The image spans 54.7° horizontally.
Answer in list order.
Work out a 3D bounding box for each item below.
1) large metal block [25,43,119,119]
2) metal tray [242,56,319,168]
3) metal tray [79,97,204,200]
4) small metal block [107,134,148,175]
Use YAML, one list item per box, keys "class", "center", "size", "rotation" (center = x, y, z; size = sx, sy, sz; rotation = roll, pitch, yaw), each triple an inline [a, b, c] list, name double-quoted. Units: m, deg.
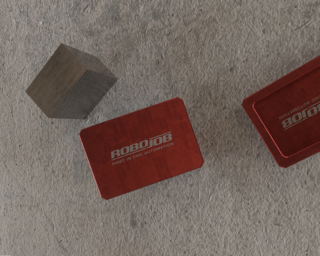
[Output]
- class: "large metal block"
  center: [-0.116, -0.058, 0.419]
  size: [0.050, 0.080, 0.080]
  rotation: [46, 104, 14]
- class: "metal tray"
  center: [0.171, -0.024, 0.345]
  size: [0.130, 0.030, 0.090]
  rotation: [-31, 80, 17]
- class: "metal tray"
  center: [-0.022, 0.024, 0.384]
  size: [0.131, 0.030, 0.090]
  rotation: [-19, 91, -2]
- class: "small metal block"
  center: [-0.042, 0.033, 0.406]
  size: [0.025, 0.050, 0.050]
  rotation: [3, 91, 49]
